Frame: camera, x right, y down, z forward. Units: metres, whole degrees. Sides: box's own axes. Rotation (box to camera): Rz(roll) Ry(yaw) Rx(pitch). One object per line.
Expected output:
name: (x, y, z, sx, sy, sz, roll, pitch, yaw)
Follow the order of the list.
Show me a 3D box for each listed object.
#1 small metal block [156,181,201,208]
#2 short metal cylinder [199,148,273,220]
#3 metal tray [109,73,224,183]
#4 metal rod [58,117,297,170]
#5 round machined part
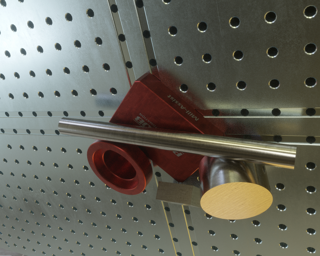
small metal block: (0.029, 0.094, 0.435, 0.050, 0.025, 0.050, 2, 163, 26)
short metal cylinder: (0.088, 0.067, 0.370, 0.080, 0.050, 0.079, 2, 135, 2)
metal tray: (0.006, 0.002, 0.406, 0.130, 0.030, 0.089, 40, 129, 0)
metal rod: (0.002, 0.013, 0.377, 0.301, 0.025, 0.025, 7, 122, 24)
round machined part: (-0.053, 0.047, 0.449, 0.098, 0.042, 0.097, 18, 133, 21)
